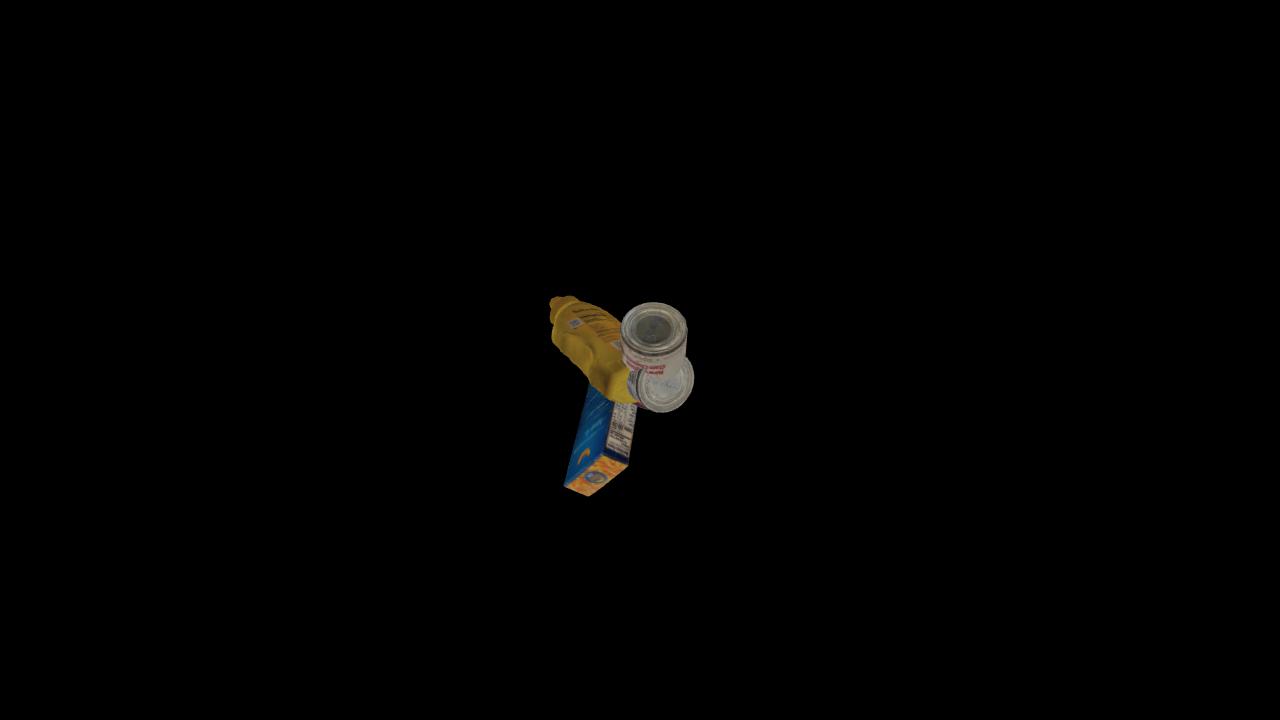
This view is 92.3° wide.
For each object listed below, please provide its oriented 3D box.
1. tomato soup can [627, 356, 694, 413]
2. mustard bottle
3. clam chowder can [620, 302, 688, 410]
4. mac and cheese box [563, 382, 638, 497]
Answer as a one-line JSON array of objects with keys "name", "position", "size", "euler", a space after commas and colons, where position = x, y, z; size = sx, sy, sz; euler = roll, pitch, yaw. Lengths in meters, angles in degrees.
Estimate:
[{"name": "tomato soup can", "position": [0.006, 0.010, 0.656], "size": [0.068, 0.068, 0.101], "euler": [0, 14, -25]}, {"name": "mustard bottle", "position": [-0.050, -0.024, 0.696], "size": [0.092, 0.054, 0.184], "euler": [-15, 41, -35]}, {"name": "clam chowder can", "position": [0.014, -0.003, 0.636], "size": [0.068, 0.068, 0.102], "euler": [0, -36, 1]}, {"name": "mac and cheese box", "position": [-0.039, 0.063, 0.745], "size": [0.041, 0.184, 0.093], "euler": [29, -45, -20]}]
